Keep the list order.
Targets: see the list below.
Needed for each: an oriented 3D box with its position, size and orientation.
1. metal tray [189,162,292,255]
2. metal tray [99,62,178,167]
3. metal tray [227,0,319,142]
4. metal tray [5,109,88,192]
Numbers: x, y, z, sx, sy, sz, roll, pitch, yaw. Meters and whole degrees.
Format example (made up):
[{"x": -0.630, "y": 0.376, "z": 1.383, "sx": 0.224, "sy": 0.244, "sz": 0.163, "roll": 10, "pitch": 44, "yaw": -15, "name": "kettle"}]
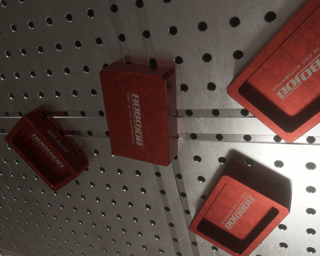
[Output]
[{"x": 0.105, "y": 0.117, "z": 0.424, "sx": 0.090, "sy": 0.030, "sz": 0.129, "roll": 29, "pitch": 128, "yaw": 9, "name": "metal tray"}, {"x": -0.026, "y": -0.017, "z": 0.410, "sx": 0.090, "sy": 0.030, "sz": 0.129, "roll": 10, "pitch": 123, "yaw": 22, "name": "metal tray"}, {"x": 0.140, "y": -0.056, "z": 0.298, "sx": 0.090, "sy": 0.030, "sz": 0.129, "roll": 40, "pitch": 129, "yaw": 0, "name": "metal tray"}, {"x": -0.196, "y": 0.041, "z": 0.534, "sx": 0.090, "sy": 0.030, "sz": 0.130, "roll": -34, "pitch": 100, "yaw": 38, "name": "metal tray"}]
